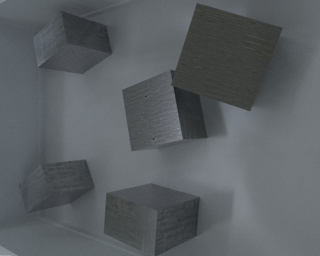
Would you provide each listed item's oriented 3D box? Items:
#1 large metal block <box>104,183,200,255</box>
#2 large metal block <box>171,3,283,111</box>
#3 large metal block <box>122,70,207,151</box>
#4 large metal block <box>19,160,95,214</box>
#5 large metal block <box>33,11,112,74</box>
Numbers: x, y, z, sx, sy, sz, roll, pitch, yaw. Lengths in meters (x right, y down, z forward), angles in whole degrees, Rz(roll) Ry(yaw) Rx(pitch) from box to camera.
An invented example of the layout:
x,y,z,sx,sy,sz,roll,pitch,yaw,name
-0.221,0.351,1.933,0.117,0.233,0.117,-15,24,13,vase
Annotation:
x,y,z,sx,sy,sz,roll,pitch,yaw,name
-0.009,0.106,0.377,0.080,0.081,0.050,7,95,39,large metal block
0.065,-0.070,0.314,0.080,0.050,0.079,19,104,7,large metal block
0.004,-0.018,0.385,0.080,0.050,0.080,-16,80,39,large metal block
-0.169,0.094,0.507,0.080,0.081,0.050,-36,68,34,large metal block
-0.135,-0.127,0.480,0.080,0.081,0.050,-22,77,37,large metal block
